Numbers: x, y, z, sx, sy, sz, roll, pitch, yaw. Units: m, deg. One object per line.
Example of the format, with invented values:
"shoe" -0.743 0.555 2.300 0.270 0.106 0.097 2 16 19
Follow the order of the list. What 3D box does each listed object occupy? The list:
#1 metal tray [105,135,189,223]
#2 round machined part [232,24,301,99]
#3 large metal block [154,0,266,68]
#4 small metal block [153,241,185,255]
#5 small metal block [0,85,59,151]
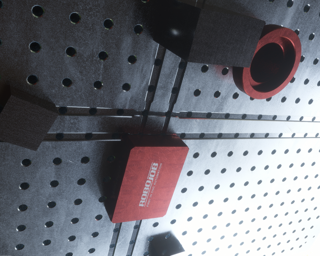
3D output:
"metal tray" -0.020 0.073 0.444 0.091 0.030 0.129 2 117 -30
"round machined part" 0.139 -0.092 0.422 0.099 0.042 0.097 -14 125 -21
"large metal block" 0.050 -0.106 0.339 0.081 0.080 0.050 -1 119 -28
"small metal block" 0.015 0.241 0.571 0.050 0.025 0.050 -6 121 -26
"small metal block" -0.144 -0.009 0.327 0.050 0.025 0.050 26 104 -38
